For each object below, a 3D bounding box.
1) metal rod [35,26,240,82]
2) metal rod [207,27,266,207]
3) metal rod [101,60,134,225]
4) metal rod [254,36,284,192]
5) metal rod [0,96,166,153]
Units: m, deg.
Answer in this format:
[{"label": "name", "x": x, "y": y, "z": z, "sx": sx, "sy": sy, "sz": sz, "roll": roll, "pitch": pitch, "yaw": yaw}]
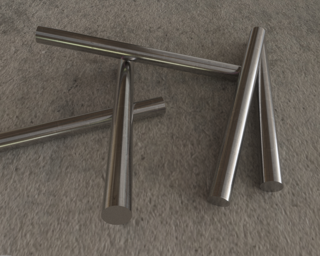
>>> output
[{"label": "metal rod", "x": -0.027, "y": -0.109, "z": 0.461, "sx": 0.302, "sy": 0.025, "sz": 0.025, "roll": 10, "pitch": 50, "yaw": -6}, {"label": "metal rod", "x": 0.111, "y": -0.037, "z": 0.419, "sx": 0.025, "sy": 0.025, "sz": 0.300, "roll": 15, "pitch": 56, "yaw": 11}, {"label": "metal rod", "x": -0.044, "y": -0.018, "z": 0.373, "sx": 0.025, "sy": 0.025, "sz": 0.300, "roll": -2, "pitch": 36, "yaw": -3}, {"label": "metal rod", "x": 0.148, "y": -0.047, "z": 0.444, "sx": 0.025, "sy": 0.025, "sz": 0.300, "roll": 7, "pitch": 50, "yaw": 5}, {"label": "metal rod", "x": -0.139, "y": 0.004, "z": 0.398, "sx": 0.302, "sy": 0.025, "sz": 0.025, "roll": -14, "pitch": 52, "yaw": -12}]
